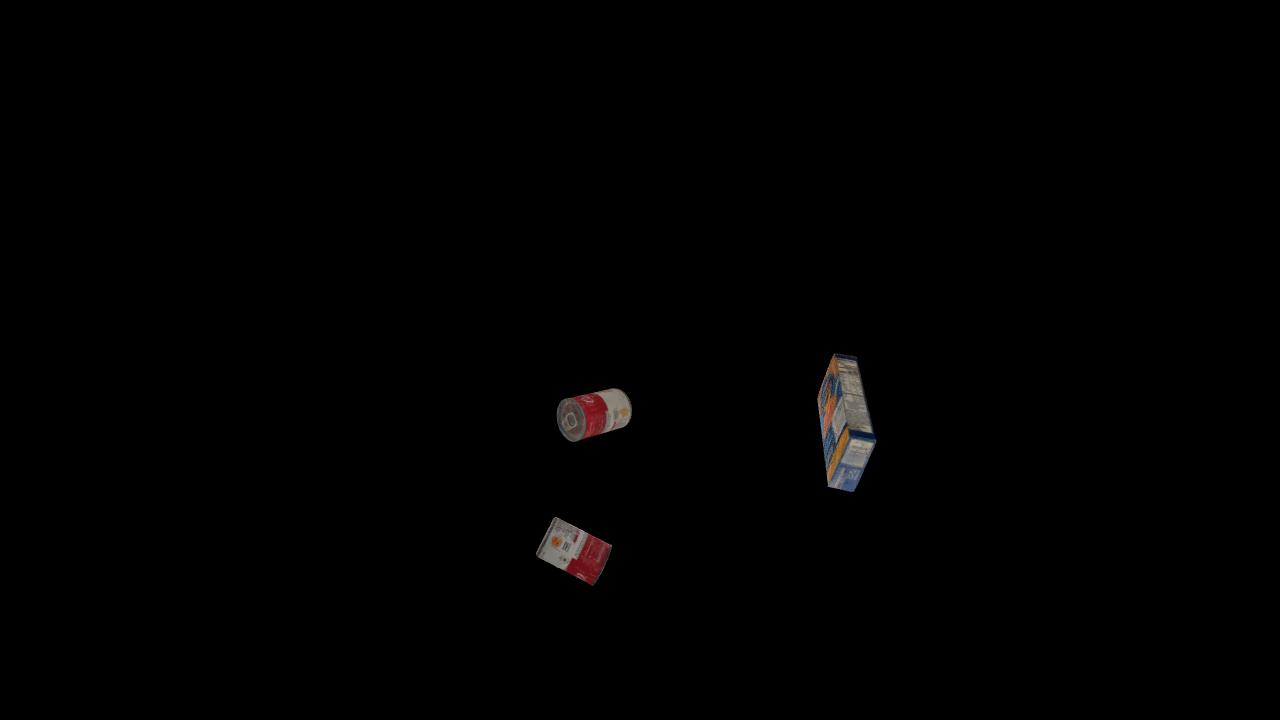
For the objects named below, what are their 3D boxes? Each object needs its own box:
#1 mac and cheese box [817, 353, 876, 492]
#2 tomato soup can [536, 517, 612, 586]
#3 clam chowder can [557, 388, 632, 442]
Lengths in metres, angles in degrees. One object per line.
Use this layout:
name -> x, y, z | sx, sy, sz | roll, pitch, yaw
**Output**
mac and cheese box -> 0.279, 0.080, 0.844 | 0.041, 0.093, 0.184 | 9, 35, 4
tomato soup can -> -0.103, 0.295, 0.953 | 0.101, 0.068, 0.068 | 28, -1, -2
clam chowder can -> -0.070, 0.085, 0.966 | 0.068, 0.068, 0.102 | 0, 7, 44
